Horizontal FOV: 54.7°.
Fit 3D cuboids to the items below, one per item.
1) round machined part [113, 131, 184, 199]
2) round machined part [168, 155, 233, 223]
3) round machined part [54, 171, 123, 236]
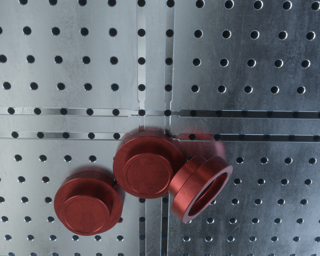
[{"bbox_3d":[-0.016,0.056,0.425,0.099,0.042,0.097,0,110,-1],"label":"round machined part"},{"bbox_3d":[0.049,0.075,0.414,0.042,0.099,0.097,40,109,26],"label":"round machined part"},{"bbox_3d":[-0.103,0.115,0.445,0.099,0.042,0.097,0,110,-1],"label":"round machined part"}]
